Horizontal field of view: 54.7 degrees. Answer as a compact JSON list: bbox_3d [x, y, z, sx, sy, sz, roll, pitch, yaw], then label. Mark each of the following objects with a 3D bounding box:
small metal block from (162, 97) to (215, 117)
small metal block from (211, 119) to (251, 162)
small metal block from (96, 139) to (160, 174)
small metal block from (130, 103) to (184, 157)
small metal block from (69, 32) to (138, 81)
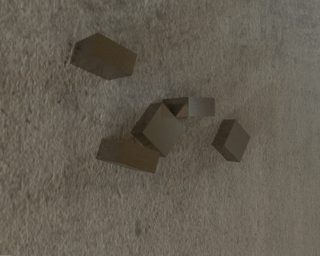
[{"bbox_3d":[0.039,-0.028,0.423,0.050,0.050,0.025,-3,92,-40],"label":"small metal block"},{"bbox_3d":[0.117,0.021,0.506,0.050,0.025,0.050,43,64,-32],"label":"small metal block"},{"bbox_3d":[-0.037,0.032,0.359,0.050,0.050,0.025,24,75,-38],"label":"small metal block"},{"bbox_3d":[-0.002,0.003,0.405,0.050,0.025,0.050,48,61,-30],"label":"small metal block"},{"bbox_3d":[-0.062,-0.076,0.338,0.050,0.050,0.025,21,77,-38],"label":"small metal block"}]
